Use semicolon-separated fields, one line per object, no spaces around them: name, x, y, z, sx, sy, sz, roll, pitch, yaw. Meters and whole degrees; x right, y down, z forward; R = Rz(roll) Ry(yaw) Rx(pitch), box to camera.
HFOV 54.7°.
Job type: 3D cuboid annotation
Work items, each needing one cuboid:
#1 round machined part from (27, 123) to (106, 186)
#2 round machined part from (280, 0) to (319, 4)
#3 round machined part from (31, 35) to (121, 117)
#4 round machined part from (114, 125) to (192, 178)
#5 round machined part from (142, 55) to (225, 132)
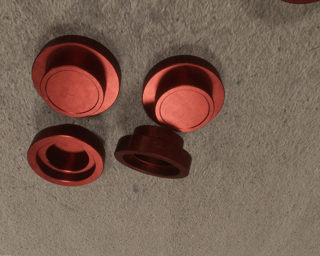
round machined part;-0.123;0.032;0.422;0.099;0.042;0.097;-1;130;0
round machined part;0.125;-0.161;0.261;0.099;0.042;0.097;-1;130;0
round machined part;-0.095;-0.051;0.351;0.099;0.042;0.097;-1;130;0
round machined part;-0.006;0.029;0.403;0.098;0.042;0.098;13;157;6
round machined part;0.028;-0.033;0.368;0.099;0.042;0.097;-1;130;0
